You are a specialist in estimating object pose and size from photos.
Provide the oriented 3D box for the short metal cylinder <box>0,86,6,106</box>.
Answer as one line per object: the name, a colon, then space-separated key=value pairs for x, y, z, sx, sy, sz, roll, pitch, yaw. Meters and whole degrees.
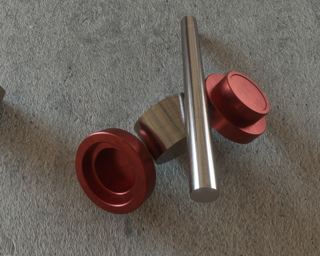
short metal cylinder: x=-0.247 y=-0.038 z=0.390 sx=0.080 sy=0.080 sz=0.050 roll=13 pitch=71 yaw=4

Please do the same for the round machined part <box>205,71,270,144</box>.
round machined part: x=0.096 y=-0.032 z=0.385 sx=0.099 sy=0.042 sz=0.098 roll=23 pitch=43 yaw=-23

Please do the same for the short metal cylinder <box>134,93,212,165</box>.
short metal cylinder: x=0.016 y=0.002 z=0.379 sx=0.080 sy=0.080 sz=0.050 roll=-30 pitch=73 yaw=-11

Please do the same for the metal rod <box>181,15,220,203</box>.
metal rod: x=0.041 y=-0.051 z=0.364 sx=0.025 sy=0.025 sz=0.300 roll=1 pitch=46 yaw=0

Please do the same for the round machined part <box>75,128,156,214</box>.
round machined part: x=-0.047 y=0.047 z=0.363 sx=0.098 sy=0.042 sz=0.097 roll=8 pitch=107 yaw=26
